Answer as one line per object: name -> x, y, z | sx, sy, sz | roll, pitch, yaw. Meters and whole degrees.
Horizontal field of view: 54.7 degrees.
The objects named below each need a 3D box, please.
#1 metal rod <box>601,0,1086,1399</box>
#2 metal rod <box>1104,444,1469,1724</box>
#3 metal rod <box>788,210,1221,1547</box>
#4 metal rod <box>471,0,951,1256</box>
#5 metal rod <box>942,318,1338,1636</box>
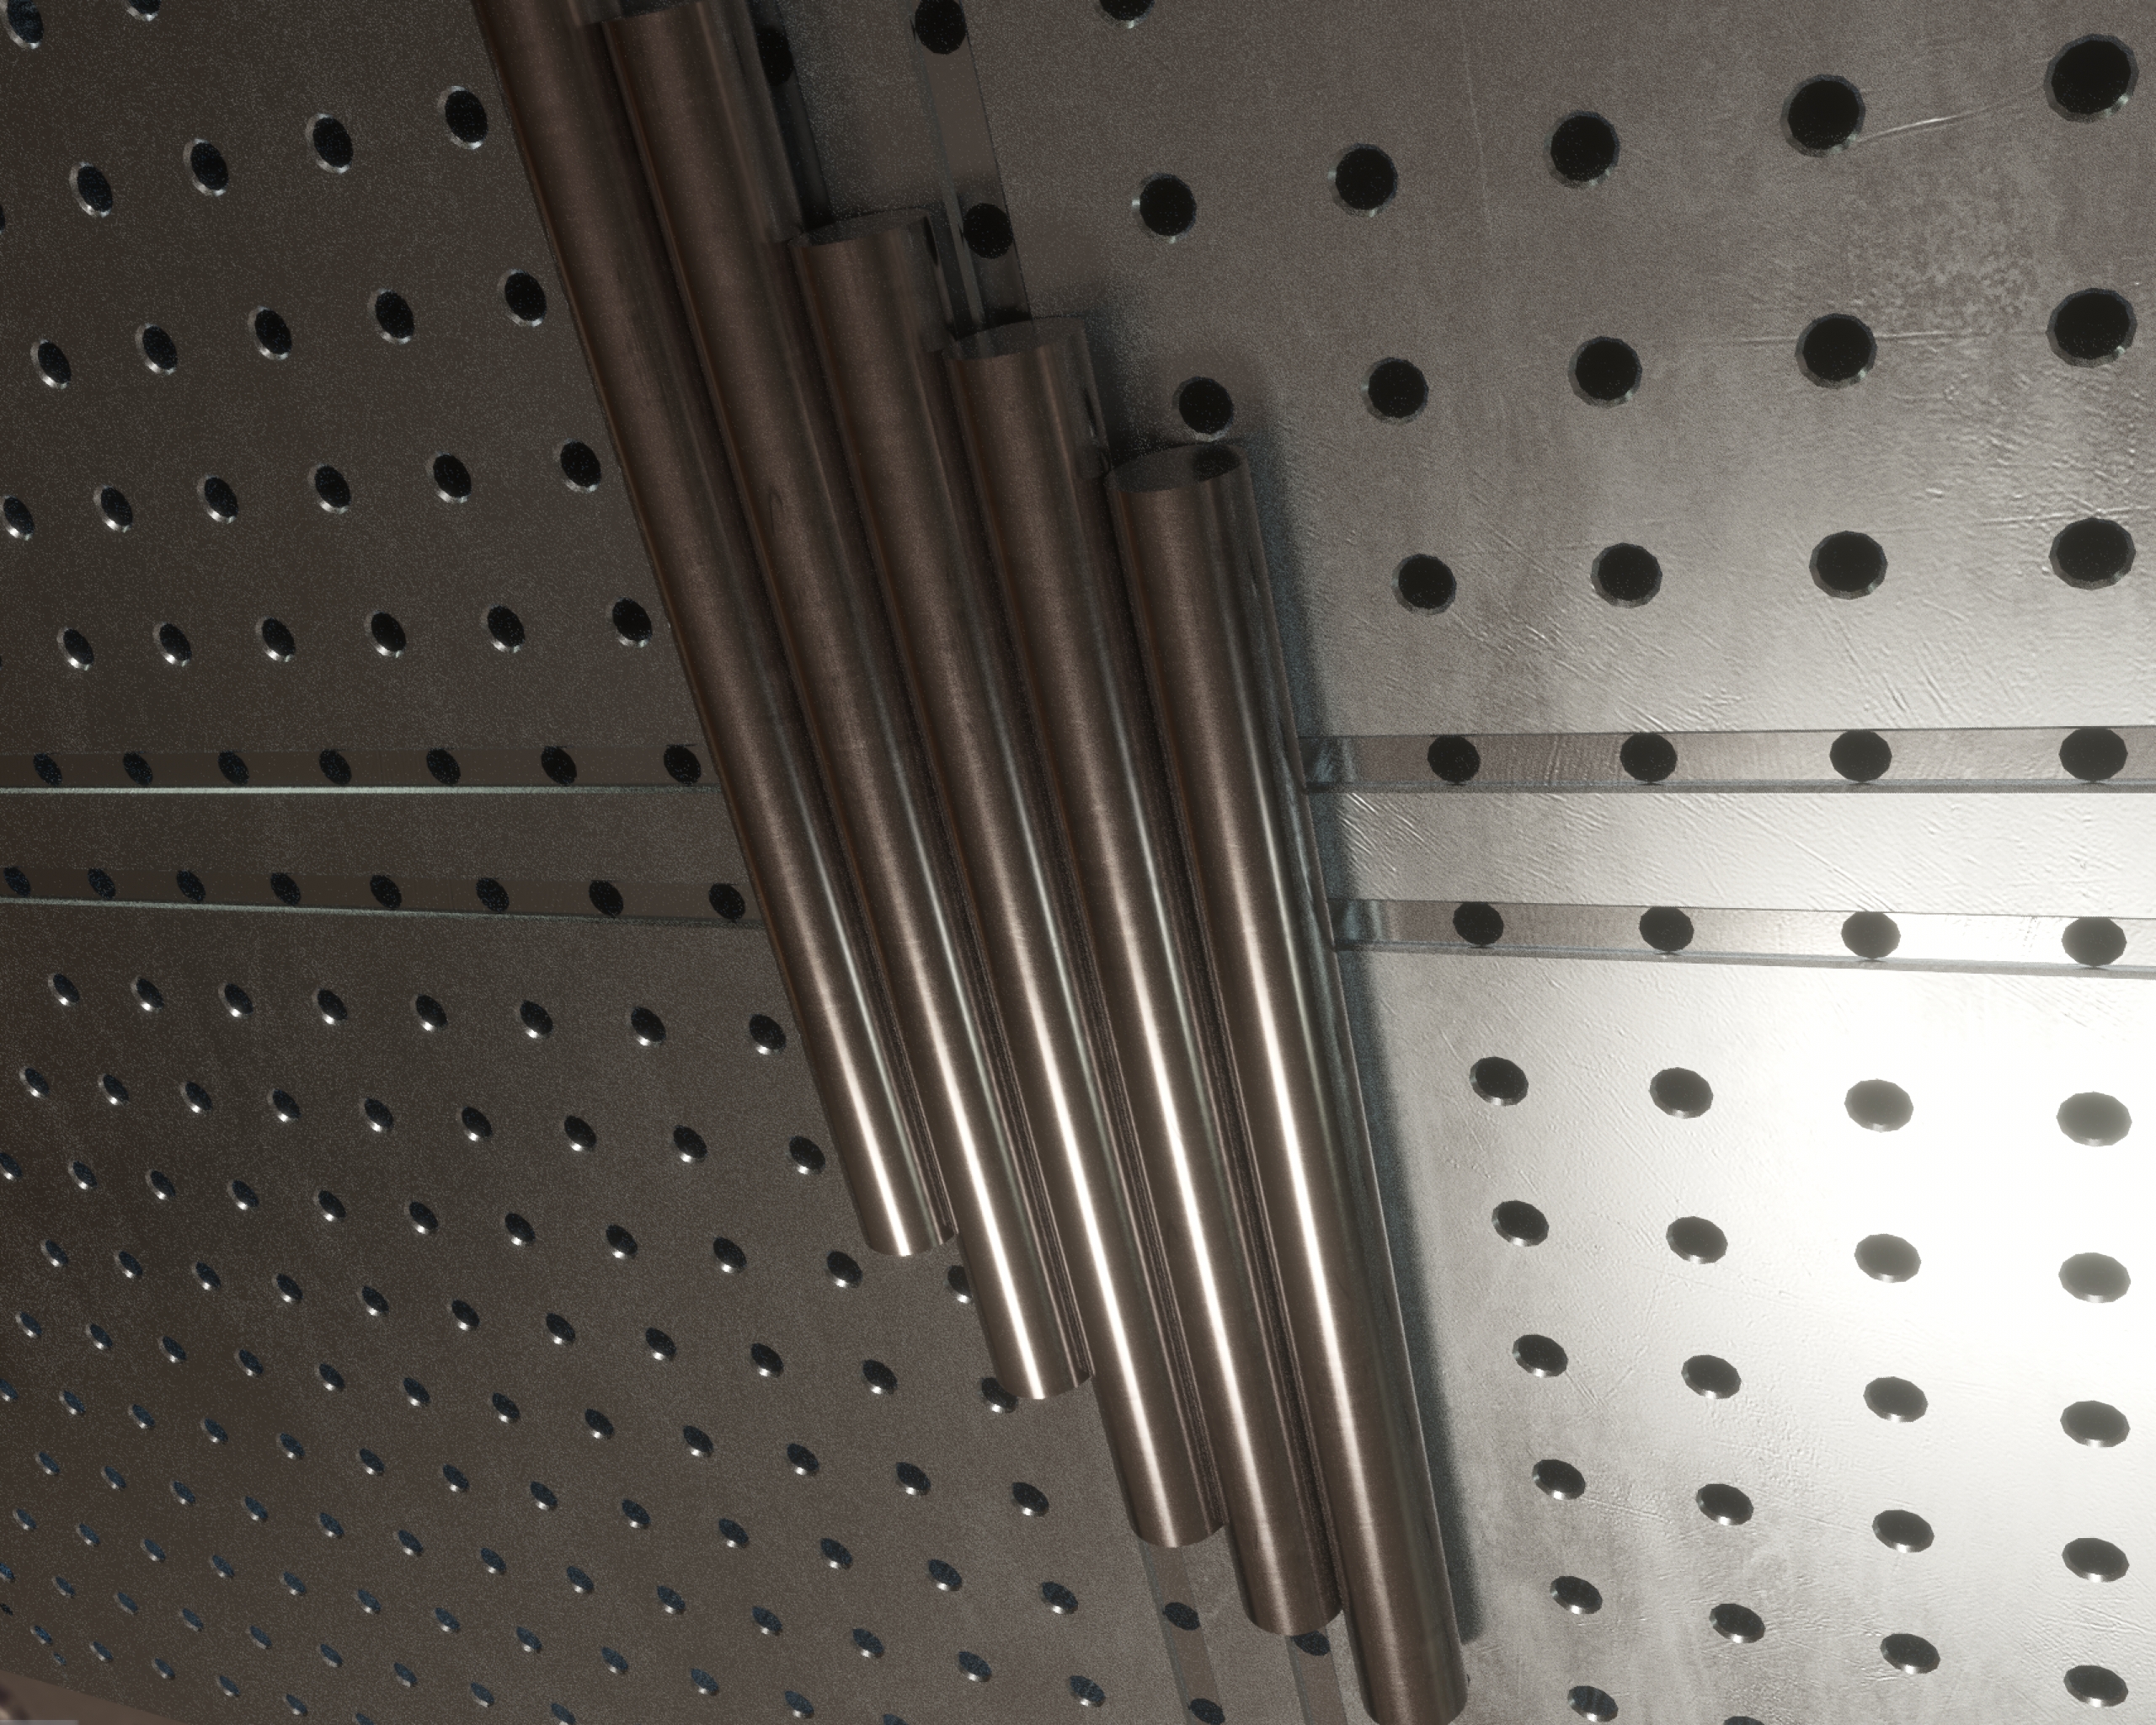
metal rod -> -0.038, -0.015, 0.419 | 0.025, 0.025, 0.298 | 1, 119, 27
metal rod -> 0.048, 0.063, 0.423 | 0.025, 0.025, 0.298 | 1, 119, 27
metal rod -> -0.007, 0.021, 0.425 | 0.025, 0.025, 0.298 | 1, 119, 27
metal rod -> -0.068, -0.048, 0.415 | 0.025, 0.025, 0.298 | 1, 119, 27
metal rod -> 0.020, 0.040, 0.424 | 0.025, 0.025, 0.298 | 1, 119, 27
